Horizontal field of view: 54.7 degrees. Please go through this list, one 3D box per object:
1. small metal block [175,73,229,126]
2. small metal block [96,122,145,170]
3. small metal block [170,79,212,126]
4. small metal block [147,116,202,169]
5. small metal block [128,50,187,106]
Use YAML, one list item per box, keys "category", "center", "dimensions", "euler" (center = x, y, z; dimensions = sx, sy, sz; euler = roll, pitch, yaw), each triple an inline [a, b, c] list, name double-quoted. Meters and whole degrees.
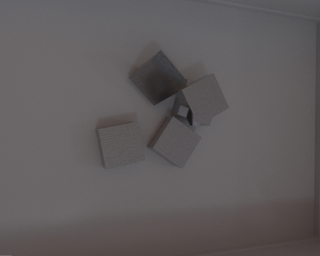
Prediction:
- category: "small metal block"
  center: [0.054, -0.037, 0.404]
  dimensions: [0.050, 0.025, 0.050]
  euler: [-29, 100, -18]
- category: "small metal block"
  center: [-0.050, 0.021, 0.392]
  dimensions: [0.050, 0.025, 0.050]
  euler: [-11, 94, -20]
- category: "small metal block"
  center: [0.048, -0.034, 0.428]
  dimensions: [0.050, 0.025, 0.050]
  euler: [18, 84, -19]
- category: "small metal block"
  center: [0.019, 0.019, 0.417]
  dimensions: [0.050, 0.025, 0.050]
  euler: [36, 79, -17]
- category: "small metal block"
  center: [-0.003, -0.062, 0.393]
  dimensions: [0.050, 0.050, 0.025]
  euler: [48, 51, -14]
